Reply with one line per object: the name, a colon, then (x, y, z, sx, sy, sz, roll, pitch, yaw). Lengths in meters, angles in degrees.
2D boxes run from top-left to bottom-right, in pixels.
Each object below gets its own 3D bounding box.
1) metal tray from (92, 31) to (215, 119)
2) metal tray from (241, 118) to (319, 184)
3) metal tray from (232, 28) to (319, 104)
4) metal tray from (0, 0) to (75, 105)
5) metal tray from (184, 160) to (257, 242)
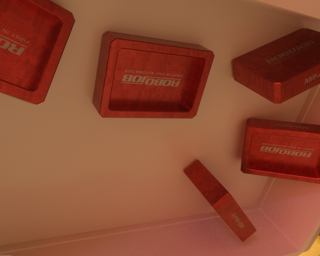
metal tray: (-0.007, -0.058, 0.367, 0.131, 0.030, 0.089, 0, 119, -29)
metal tray: (0.199, 0.036, 0.488, 0.131, 0.030, 0.089, 7, 121, 12)
metal tray: (0.175, -0.087, 0.411, 0.131, 0.090, 0.030, -26, 128, -13)
metal tray: (-0.147, -0.083, 0.252, 0.131, 0.030, 0.090, 22, 84, -37)
metal tray: (0.096, 0.117, 0.493, 0.030, 0.090, 0.130, -40, 130, -1)
